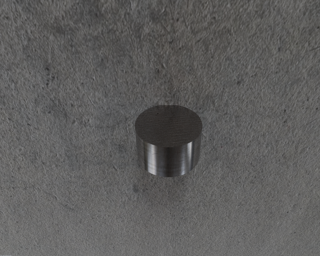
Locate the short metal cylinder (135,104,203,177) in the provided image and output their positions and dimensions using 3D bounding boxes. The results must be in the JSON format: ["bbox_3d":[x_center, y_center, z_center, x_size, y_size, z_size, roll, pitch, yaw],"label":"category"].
[{"bbox_3d":[0.011,0.014,0.385,0.081,0.080,0.050,-1,130,0],"label":"short metal cylinder"}]
